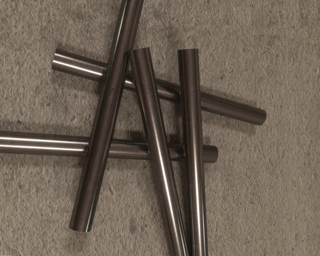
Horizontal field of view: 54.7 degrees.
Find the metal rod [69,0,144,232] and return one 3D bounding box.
[{"bbox_3d":[-0.058,-0.032,0.360,0.025,0.025,0.298,14,85,-20],"label":"metal rod"}]

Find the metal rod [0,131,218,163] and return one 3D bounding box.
[{"bbox_3d":[-0.065,0.025,0.385,0.302,0.025,0.025,5,89,-20],"label":"metal rod"}]

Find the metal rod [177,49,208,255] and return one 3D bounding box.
[{"bbox_3d":[0.045,0.051,0.401,0.025,0.025,0.298,-9,103,-20],"label":"metal rod"}]

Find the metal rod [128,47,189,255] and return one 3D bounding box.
[{"bbox_3d":[0.004,0.052,0.387,0.025,0.025,0.298,-16,105,-20],"label":"metal rod"}]

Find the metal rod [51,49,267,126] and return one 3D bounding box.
[{"bbox_3d":[0.014,-0.048,0.415,0.302,0.025,0.025,13,86,-20],"label":"metal rod"}]
